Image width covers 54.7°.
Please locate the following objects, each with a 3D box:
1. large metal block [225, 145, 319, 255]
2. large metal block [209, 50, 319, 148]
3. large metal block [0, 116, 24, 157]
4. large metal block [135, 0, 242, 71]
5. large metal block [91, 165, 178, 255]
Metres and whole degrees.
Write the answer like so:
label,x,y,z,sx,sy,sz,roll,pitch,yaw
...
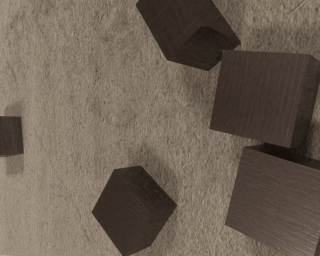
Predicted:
label,x,y,z,sx,sy,sz,roll,pitch,yaw
large metal block,0.117,0.066,0.291,0.080,0.050,0.079,18,102,38
large metal block,0.102,-0.030,0.303,0.080,0.050,0.079,15,99,38
large metal block,-0.339,0.021,0.664,0.080,0.050,0.080,-11,83,39
large metal block,0.032,-0.115,0.341,0.050,0.081,0.080,-40,66,32
large metal block,-0.037,0.109,0.417,0.080,0.050,0.080,43,116,31
